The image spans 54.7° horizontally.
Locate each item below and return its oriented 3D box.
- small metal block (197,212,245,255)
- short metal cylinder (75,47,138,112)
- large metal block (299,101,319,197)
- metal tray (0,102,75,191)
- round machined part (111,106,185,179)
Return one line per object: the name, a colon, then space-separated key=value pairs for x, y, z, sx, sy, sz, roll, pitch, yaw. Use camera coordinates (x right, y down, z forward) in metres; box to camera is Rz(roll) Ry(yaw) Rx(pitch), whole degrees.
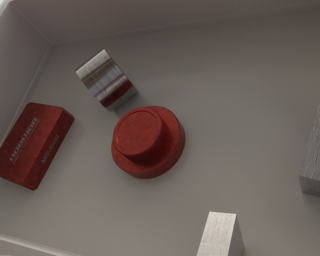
small metal block: x=0.056 y=0.113 z=0.280 sx=0.025 sy=0.050 sz=0.050 roll=-2 pitch=36 yaw=27
short metal cylinder: x=-0.076 y=-0.070 z=0.451 sx=0.050 sy=0.080 sz=0.080 roll=-39 pitch=51 yaw=2
large metal block: x=0.180 y=0.026 z=0.279 sx=0.080 sy=0.050 sz=0.080 roll=12 pitch=68 yaw=33
metal tray: x=-0.204 y=0.025 z=0.492 sx=0.090 sy=0.030 sz=0.130 roll=10 pitch=66 yaw=32
round machined part: x=-0.021 y=0.012 z=0.397 sx=0.098 sy=0.042 sz=0.098 roll=-13 pitch=56 yaw=20
